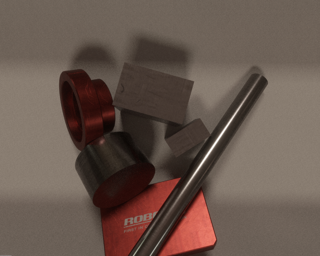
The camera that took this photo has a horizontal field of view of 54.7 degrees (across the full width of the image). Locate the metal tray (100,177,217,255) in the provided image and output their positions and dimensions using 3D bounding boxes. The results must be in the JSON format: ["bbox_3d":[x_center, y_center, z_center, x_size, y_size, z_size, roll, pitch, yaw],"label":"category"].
[{"bbox_3d":[-0.004,0.117,0.387,0.131,0.030,0.090,-13,59,-1],"label":"metal tray"}]

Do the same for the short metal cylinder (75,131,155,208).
[{"bbox_3d":[-0.053,0.050,0.370,0.080,0.080,0.050,-38,59,0],"label":"short metal cylinder"}]

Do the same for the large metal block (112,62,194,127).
[{"bbox_3d":[-0.008,-0.037,0.383,0.080,0.080,0.050,16,88,-1],"label":"large metal block"}]

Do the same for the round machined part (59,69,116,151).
[{"bbox_3d":[-0.088,-0.024,0.380,0.042,0.098,0.097,-15,90,-28],"label":"round machined part"}]

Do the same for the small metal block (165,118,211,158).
[{"bbox_3d":[0.034,0.012,0.399,0.050,0.050,0.025,-32,90,0],"label":"small metal block"}]

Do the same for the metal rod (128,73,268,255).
[{"bbox_3d":[0.047,0.051,0.373,0.025,0.025,0.300,37,74,0],"label":"metal rod"}]
